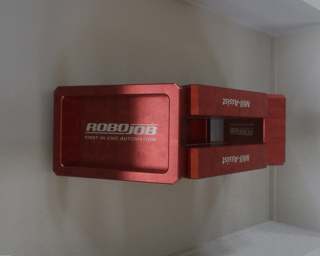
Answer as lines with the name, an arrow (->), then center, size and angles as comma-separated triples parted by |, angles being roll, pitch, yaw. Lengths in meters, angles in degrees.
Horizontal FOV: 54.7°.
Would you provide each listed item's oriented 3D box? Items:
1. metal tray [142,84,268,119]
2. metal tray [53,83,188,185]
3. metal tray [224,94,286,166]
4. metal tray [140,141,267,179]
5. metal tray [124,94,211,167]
metal tray -> 0.054, -0.027, 0.367 | 0.131, 0.090, 0.030 | 0, 90, -40
metal tray -> -0.041, 0.004, 0.304 | 0.030, 0.130, 0.089 | 0, 91, -72
metal tray -> 0.131, 0.002, 0.447 | 0.030, 0.130, 0.089 | 1, 90, -10
metal tray -> 0.053, 0.034, 0.367 | 0.131, 0.090, 0.030 | 0, 90, -40
metal tray -> 0.014, 0.003, 0.413 | 0.131, 0.030, 0.089 | -1, 91, -41
